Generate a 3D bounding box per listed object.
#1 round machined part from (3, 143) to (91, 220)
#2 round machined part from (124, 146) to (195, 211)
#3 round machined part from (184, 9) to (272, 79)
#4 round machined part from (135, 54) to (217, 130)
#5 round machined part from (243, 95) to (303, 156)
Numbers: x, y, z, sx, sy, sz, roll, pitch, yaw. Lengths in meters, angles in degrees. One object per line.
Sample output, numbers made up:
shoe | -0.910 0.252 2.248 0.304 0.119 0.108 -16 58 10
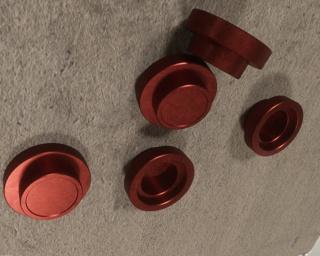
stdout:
round machined part | -0.131 0.070 0.368 0.099 0.042 0.097 -14 125 -21
round machined part | -0.004 0.066 0.436 0.099 0.042 0.097 -14 125 -21
round machined part | 0.069 -0.088 0.345 0.099 0.098 0.042 19 108 -36
round machined part | 0.023 -0.036 0.372 0.099 0.042 0.097 -11 136 -11
round machined part | 0.172 -0.007 0.488 0.099 0.042 0.097 -14 125 -21
